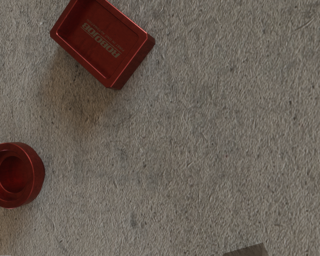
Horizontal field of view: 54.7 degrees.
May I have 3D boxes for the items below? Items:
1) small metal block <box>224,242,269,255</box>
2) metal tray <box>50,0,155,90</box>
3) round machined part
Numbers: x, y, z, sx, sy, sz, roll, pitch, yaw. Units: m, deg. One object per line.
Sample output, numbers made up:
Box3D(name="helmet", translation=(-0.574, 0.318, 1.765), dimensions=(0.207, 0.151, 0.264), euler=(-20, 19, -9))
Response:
Box3D(name="small metal block", translation=(0.100, 0.161, 0.360), dimensions=(0.050, 0.050, 0.025), euler=(-24, 82, 18))
Box3D(name="metal tray", translation=(-0.082, -0.126, 0.434), dimensions=(0.130, 0.030, 0.090), euler=(42, 103, 14))
Box3D(name="round machined part", translation=(-0.218, 0.070, 0.475), dimensions=(0.098, 0.042, 0.097), euler=(0, 90, 19))
